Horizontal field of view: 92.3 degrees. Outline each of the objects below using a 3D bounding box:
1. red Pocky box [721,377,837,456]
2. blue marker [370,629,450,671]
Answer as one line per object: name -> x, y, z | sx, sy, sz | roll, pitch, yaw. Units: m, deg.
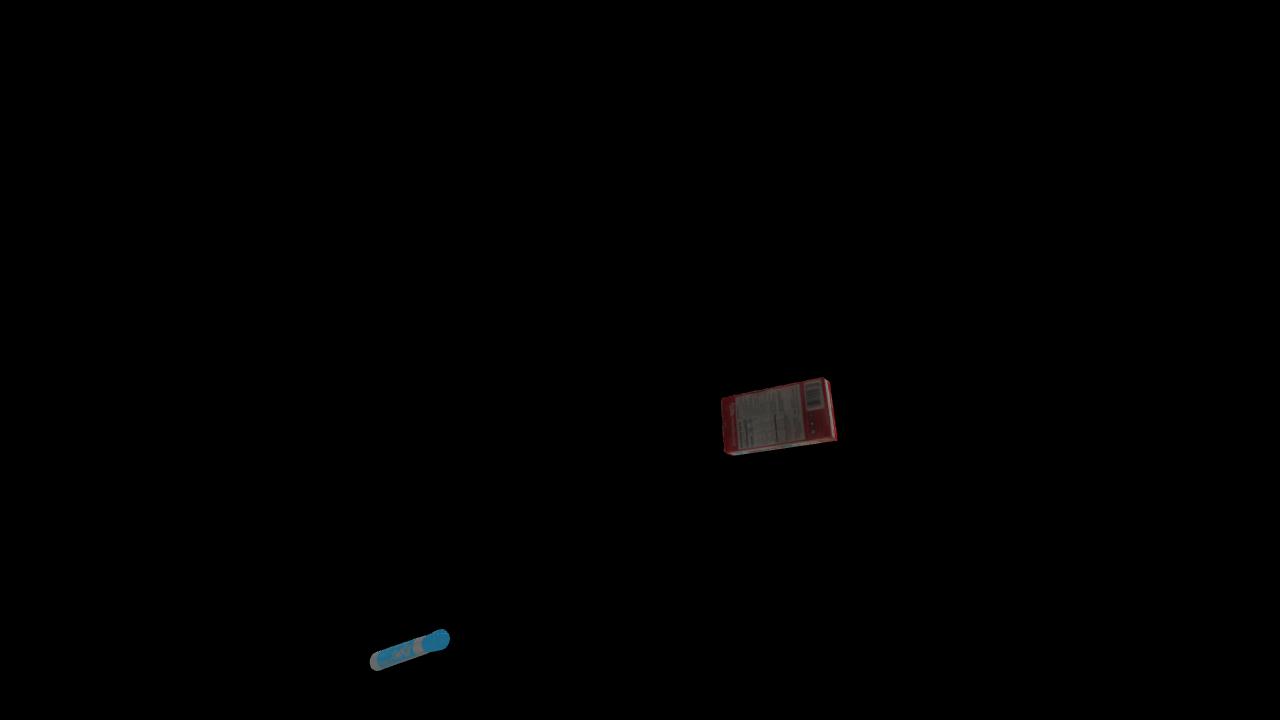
red Pocky box -> 0.185, 0.079, 0.835 | 0.155, 0.083, 0.028 | -15, -24, 33
blue marker -> -0.232, 0.293, 0.621 | 0.121, 0.020, 0.020 | -30, -16, 30
